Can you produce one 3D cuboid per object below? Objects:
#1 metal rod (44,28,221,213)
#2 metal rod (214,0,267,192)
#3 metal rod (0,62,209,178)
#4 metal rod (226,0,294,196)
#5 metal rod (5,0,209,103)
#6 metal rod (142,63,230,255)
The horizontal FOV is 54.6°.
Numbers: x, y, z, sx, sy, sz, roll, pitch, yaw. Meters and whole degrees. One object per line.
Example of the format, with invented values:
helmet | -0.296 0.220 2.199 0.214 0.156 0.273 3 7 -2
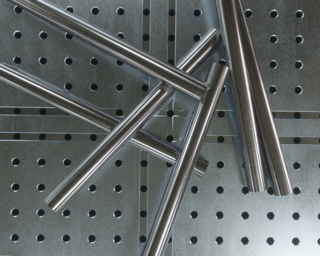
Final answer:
metal rod | -0.026 -0.016 0.391 0.025 0.025 0.300 43 81 0
metal rod | 0.101 -0.064 0.399 0.025 0.025 0.298 -11 96 0
metal rod | -0.076 -0.010 0.412 0.301 0.025 0.025 26 90 0
metal rod | 0.126 -0.058 0.414 0.025 0.025 0.299 -15 90 0
metal rod | -0.078 -0.113 0.390 0.301 0.025 0.025 29 90 9
metal rod | 0.025 0.063 0.387 0.025 0.025 0.299 20 89 0
